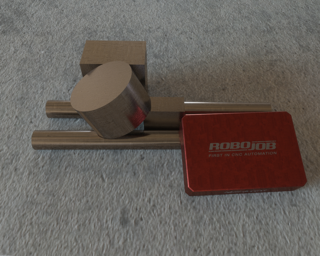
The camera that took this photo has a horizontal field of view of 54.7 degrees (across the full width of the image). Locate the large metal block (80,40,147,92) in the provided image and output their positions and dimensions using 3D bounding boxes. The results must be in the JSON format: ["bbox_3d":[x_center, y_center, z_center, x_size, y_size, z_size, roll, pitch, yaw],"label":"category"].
[{"bbox_3d":[-0.059,-0.073,0.430,0.081,0.080,0.050,1,50,0],"label":"large metal block"}]

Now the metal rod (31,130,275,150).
[{"bbox_3d":[-0.006,0.015,0.392,0.302,0.025,0.025,0,50,-1],"label":"metal rod"}]

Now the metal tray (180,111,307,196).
[{"bbox_3d":[0.092,0.029,0.360,0.131,0.030,0.090,-2,68,-4],"label":"metal tray"}]

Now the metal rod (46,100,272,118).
[{"bbox_3d":[-0.002,-0.024,0.425,0.302,0.025,0.025,1,50,0],"label":"metal rod"}]

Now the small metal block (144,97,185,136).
[{"bbox_3d":[0.005,-0.014,0.399,0.050,0.050,0.025,1,50,0],"label":"small metal block"}]

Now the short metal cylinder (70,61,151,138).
[{"bbox_3d":[-0.058,-0.034,0.370,0.080,0.050,0.080,-16,46,17],"label":"short metal cylinder"}]
